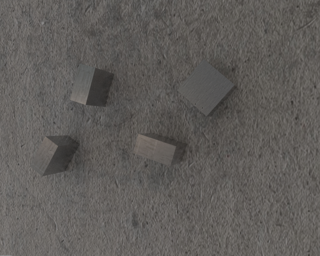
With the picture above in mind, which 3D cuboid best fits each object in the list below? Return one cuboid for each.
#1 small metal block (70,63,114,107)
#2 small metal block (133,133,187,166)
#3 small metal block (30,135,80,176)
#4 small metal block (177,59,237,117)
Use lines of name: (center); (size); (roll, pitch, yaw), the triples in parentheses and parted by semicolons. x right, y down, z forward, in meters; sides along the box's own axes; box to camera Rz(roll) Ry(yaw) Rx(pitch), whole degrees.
small metal block: (-0.093, -0.058, 0.428); (0.025, 0.050, 0.050); (18, 96, 19)
small metal block: (0.002, 0.026, 0.395); (0.050, 0.050, 0.025); (18, 96, 19)
small metal block: (-0.151, 0.039, 0.449); (0.025, 0.050, 0.050); (34, 101, 17)
small metal block: (0.059, -0.049, 0.388); (0.050, 0.025, 0.050); (44, 103, 14)
